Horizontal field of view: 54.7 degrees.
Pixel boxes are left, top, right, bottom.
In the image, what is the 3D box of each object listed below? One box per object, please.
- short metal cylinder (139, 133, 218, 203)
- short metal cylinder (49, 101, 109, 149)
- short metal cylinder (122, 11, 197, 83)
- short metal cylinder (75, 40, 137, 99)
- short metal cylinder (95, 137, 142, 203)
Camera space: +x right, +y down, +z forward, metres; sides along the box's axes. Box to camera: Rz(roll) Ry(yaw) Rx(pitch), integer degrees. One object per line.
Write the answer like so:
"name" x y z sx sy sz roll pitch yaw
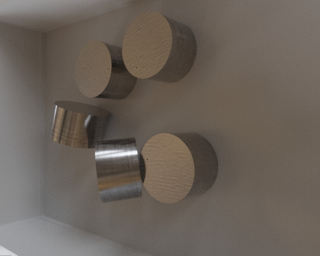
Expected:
"short metal cylinder" 0.022 0.045 0.371 0.080 0.050 0.079 0 90 39
"short metal cylinder" -0.122 -0.007 0.469 0.080 0.081 0.050 23 105 37
"short metal cylinder" -0.001 -0.099 0.390 0.080 0.050 0.079 0 90 39
"short metal cylinder" -0.079 -0.083 0.453 0.080 0.050 0.079 0 90 39
"short metal cylinder" -0.054 0.054 0.405 0.080 0.050 0.079 175 89 -83
